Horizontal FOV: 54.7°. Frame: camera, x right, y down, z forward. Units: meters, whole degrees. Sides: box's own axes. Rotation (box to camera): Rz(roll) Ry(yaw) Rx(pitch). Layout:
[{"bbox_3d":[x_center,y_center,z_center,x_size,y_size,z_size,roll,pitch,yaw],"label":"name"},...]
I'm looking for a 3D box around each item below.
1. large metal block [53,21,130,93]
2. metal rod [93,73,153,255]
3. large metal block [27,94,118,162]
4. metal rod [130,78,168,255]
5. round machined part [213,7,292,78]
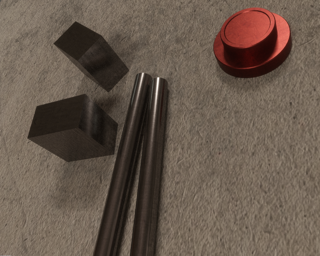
[{"bbox_3d":[-0.108,-0.113,0.492,0.050,0.080,0.080,-49,52,-6],"label":"large metal block"},{"bbox_3d":[-0.047,0.057,0.391,0.025,0.025,0.299,-4,60,26],"label":"metal rod"},{"bbox_3d":[-0.116,0.004,0.425,0.080,0.080,0.050,-11,57,22],"label":"large metal block"},{"bbox_3d":[-0.013,0.066,0.369,0.025,0.025,0.299,-9,58,23],"label":"metal rod"},{"bbox_3d":[0.117,-0.117,0.403,0.098,0.042,0.098,-13,56,20],"label":"round machined part"}]
